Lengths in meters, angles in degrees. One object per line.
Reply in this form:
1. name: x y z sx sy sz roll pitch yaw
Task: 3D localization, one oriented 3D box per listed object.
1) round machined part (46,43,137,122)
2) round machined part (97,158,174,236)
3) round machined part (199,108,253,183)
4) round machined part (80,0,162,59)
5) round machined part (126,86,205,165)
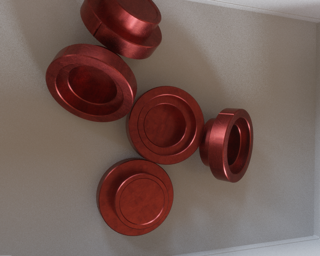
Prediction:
1. round machined part: -0.074 -0.055 0.354 0.098 0.098 0.042 29 47 -18
2. round machined part: -0.028 0.088 0.391 0.099 0.042 0.097 0 90 -20
3. round machined part: 0.088 0.021 0.418 0.099 0.042 0.097 -11 104 -52
4. round machined part: -0.038 -0.130 0.360 0.099 0.042 0.098 24 42 -24
5. round machined part: 0.004 -0.003 0.401 0.099 0.042 0.097 0 89 -17
